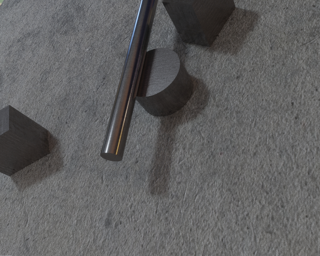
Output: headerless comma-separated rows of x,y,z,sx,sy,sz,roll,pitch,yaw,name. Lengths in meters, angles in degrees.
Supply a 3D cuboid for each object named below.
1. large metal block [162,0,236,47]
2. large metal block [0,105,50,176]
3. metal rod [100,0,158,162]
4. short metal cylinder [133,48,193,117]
0.059,-0.178,0.447,0.050,0.080,0.080,22,74,36,large metal block
-0.232,0.022,0.477,0.080,0.080,0.050,-29,52,10,large metal block
-0.032,-0.098,0.416,0.025,0.025,0.300,-5,59,26,metal rod
-0.001,-0.063,0.427,0.080,0.050,0.080,-13,56,21,short metal cylinder
